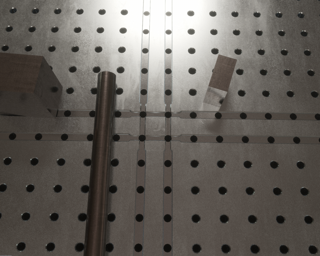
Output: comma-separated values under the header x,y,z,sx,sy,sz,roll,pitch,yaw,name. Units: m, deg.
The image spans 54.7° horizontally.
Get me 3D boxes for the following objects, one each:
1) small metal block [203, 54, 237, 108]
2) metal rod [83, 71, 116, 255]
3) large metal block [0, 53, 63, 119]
x,y,z,sx,sy,sz,roll,pitch,yaw,name
0.081,-0.063,0.423,0.025,0.050,0.050,18,71,6,small metal block
-0.075,0.066,0.386,0.025,0.025,0.299,0,70,0,metal rod
-0.182,-0.053,0.400,0.080,0.080,0.050,5,70,1,large metal block
